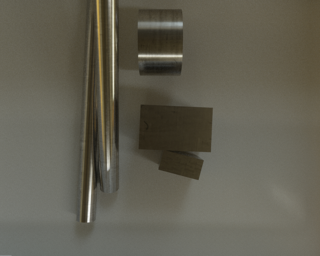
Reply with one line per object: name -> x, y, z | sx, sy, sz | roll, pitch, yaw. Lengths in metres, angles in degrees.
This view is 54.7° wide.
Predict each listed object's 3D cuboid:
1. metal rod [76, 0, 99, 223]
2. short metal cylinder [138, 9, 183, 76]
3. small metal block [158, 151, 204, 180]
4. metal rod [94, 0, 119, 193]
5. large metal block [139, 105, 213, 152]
metal rod -> -0.091, -0.028, 0.410 | 0.025, 0.025, 0.298 | 3, 90, -1
short metal cylinder -> 0.000, -0.105, 0.384 | 0.050, 0.080, 0.079 | 0, 90, 0
small metal block -> 0.025, 0.045, 0.399 | 0.050, 0.050, 0.025 | 15, 90, -1
metal rod -> -0.059, -0.055, 0.350 | 0.025, 0.025, 0.298 | 3, 115, -1
large metal block -> 0.017, 0.000, 0.384 | 0.081, 0.080, 0.050 | 3, 90, -1
